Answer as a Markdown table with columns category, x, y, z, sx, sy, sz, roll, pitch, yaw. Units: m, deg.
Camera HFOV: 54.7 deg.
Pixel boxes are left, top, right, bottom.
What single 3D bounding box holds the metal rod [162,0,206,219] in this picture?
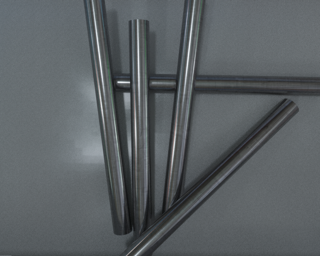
| category | x | y | z | sx | sy | sz | roll | pitch | yaw |
| --- | --- | --- | --- | --- | --- | --- | --- | --- | --- |
| metal rod | 0.029 | -0.023 | 0.390 | 0.025 | 0.025 | 0.298 | 6 | 98 | 0 |

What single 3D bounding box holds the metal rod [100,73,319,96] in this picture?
| category | x | y | z | sx | sy | sz | roll | pitch | yaw |
| --- | --- | --- | --- | --- | --- | --- | --- | --- | --- |
| metal rod | 0.073 | -0.058 | 0.411 | 0.302 | 0.025 | 0.025 | 1 | 90 | 0 |

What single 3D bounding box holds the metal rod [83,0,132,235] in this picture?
| category | x | y | z | sx | sy | sz | roll | pitch | yaw |
| --- | --- | --- | --- | --- | --- | --- | --- | --- | --- |
| metal rod | -0.064 | -0.010 | 0.391 | 0.025 | 0.025 | 0.298 | -6 | 98 | 0 |

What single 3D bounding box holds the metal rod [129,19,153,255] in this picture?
| category | x | y | z | sx | sy | sz | roll | pitch | yaw |
| --- | --- | --- | --- | --- | --- | --- | --- | --- | --- |
| metal rod | -0.024 | 0.019 | 0.394 | 0.025 | 0.025 | 0.298 | -1 | 97 | 0 |

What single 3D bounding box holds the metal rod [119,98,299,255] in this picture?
| category | x | y | z | sx | sy | sz | roll | pitch | yaw |
| --- | --- | --- | --- | --- | --- | --- | --- | --- | --- |
| metal rod | 0.064 | 0.069 | 0.392 | 0.301 | 0.025 | 0.025 | -42 | 90 | -8 |
